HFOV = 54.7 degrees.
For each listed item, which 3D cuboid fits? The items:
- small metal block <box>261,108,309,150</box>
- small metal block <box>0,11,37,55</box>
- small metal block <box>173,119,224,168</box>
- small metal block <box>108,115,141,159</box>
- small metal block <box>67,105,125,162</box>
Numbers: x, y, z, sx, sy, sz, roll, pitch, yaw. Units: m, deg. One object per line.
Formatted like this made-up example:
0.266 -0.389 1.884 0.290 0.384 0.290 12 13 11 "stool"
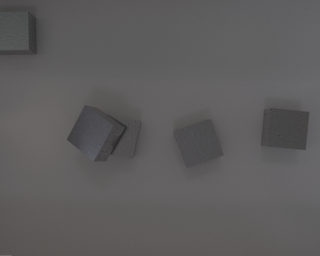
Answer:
0.166 0.001 0.412 0.050 0.025 0.050 5 90 0 "small metal block"
-0.194 -0.125 0.410 0.050 0.025 0.050 -1 90 0 "small metal block"
0.050 0.020 0.412 0.050 0.025 0.050 -20 90 0 "small metal block"
-0.055 0.010 0.411 0.050 0.025 0.050 12 90 0 "small metal block"
-0.080 0.007 0.384 0.050 0.025 0.050 34 99 24 "small metal block"
